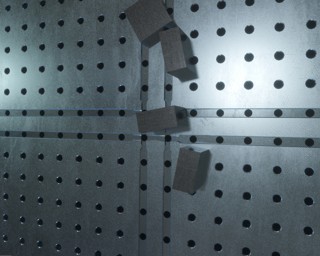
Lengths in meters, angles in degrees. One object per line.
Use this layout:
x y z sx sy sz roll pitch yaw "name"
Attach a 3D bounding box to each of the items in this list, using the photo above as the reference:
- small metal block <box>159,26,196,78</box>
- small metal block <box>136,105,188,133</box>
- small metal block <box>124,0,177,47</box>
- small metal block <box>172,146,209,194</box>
0.023 -0.093 0.391 0.025 0.050 0.050 -12 86 19 "small metal block"
0.004 -0.011 0.397 0.050 0.050 0.025 -10 87 19 "small metal block"
-0.012 -0.147 0.416 0.050 0.025 0.050 -30 81 17 "small metal block"
0.039 0.050 0.385 0.025 0.050 0.050 12 94 19 "small metal block"
